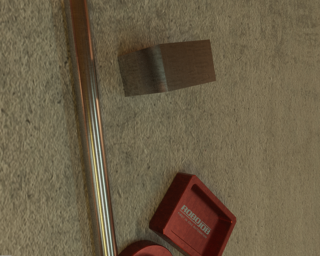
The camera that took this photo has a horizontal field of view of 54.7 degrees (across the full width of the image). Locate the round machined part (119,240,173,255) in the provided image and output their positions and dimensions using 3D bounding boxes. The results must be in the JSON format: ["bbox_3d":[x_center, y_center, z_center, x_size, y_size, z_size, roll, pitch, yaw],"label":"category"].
[{"bbox_3d":[-0.015,0.195,0.384,0.099,0.042,0.097,0,90,-40],"label":"round machined part"}]

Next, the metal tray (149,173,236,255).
[{"bbox_3d":[0.053,0.137,0.448,0.130,0.030,0.090,47,62,-30],"label":"metal tray"}]

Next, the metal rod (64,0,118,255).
[{"bbox_3d":[-0.075,0.012,0.343,0.025,0.025,0.298,-10,97,-40],"label":"metal rod"}]

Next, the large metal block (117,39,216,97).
[{"bbox_3d":[0.008,-0.072,0.377,0.081,0.080,0.050,-18,102,-39],"label":"large metal block"}]
